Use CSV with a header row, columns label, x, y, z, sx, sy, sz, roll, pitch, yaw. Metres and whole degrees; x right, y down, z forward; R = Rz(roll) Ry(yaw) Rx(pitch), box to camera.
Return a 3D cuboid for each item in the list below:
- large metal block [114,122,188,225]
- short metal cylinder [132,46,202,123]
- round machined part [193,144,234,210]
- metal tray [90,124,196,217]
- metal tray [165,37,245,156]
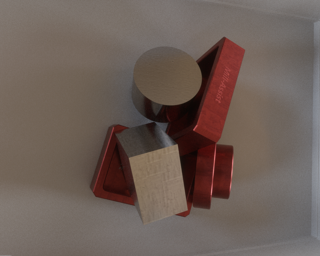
label,x,y,z,sx,sy,sz,roll,pitch,yaw
large metal block,-0.012,0.047,0.352,0.050,0.080,0.079,-15,111,-14
short metal cylinder,0.006,-0.053,0.383,0.081,0.050,0.080,3,67,-7
round machined part,0.069,0.054,0.393,0.042,0.098,0.097,5,88,10
metal tray,-0.013,0.056,0.401,0.131,0.030,0.090,18,84,-19
metal tray,0.051,-0.036,0.378,0.030,0.090,0.130,28,65,-15
